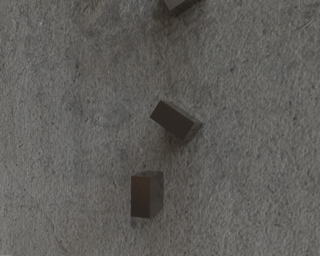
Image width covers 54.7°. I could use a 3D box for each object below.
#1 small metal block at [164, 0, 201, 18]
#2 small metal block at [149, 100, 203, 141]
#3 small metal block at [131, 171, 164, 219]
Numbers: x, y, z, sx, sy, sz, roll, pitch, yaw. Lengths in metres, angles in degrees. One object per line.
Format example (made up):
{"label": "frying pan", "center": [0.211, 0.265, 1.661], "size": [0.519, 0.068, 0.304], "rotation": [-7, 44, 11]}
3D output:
{"label": "small metal block", "center": [0.026, -0.182, 0.399], "size": [0.050, 0.025, 0.050], "rotation": [-30, 81, 17]}
{"label": "small metal block", "center": [0.022, -0.009, 0.387], "size": [0.050, 0.050, 0.025], "rotation": [35, 101, 16]}
{"label": "small metal block", "center": [-0.015, 0.084, 0.400], "size": [0.025, 0.050, 0.050], "rotation": [1, 90, 20]}
